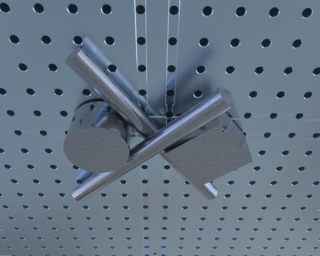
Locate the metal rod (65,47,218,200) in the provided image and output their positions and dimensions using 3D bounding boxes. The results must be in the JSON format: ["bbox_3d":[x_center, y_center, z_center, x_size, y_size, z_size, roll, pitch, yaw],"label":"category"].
[{"bbox_3d":[-0.006,0.012,0.416,0.025,0.025,0.300,-29,125,22],"label":"metal rod"}]

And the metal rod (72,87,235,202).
[{"bbox_3d":[-0.030,0.037,0.410,0.025,0.025,0.299,35,130,-26],"label":"metal rod"}]

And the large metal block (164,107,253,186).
[{"bbox_3d":[0.062,0.022,0.408,0.080,0.050,0.080,-31,124,23],"label":"large metal block"}]

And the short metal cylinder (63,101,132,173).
[{"bbox_3d":[-0.078,0.013,0.400,0.081,0.050,0.079,0,130,0],"label":"short metal cylinder"}]
